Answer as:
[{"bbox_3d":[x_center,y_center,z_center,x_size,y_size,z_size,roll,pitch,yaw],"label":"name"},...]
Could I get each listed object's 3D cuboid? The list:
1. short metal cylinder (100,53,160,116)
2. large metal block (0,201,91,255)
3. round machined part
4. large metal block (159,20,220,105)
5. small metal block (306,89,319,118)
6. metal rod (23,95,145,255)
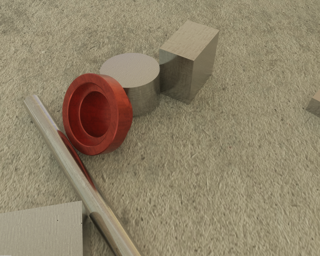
[{"bbox_3d":[-0.040,-0.062,0.435,0.081,0.050,0.080,0,46,1],"label":"short metal cylinder"},{"bbox_3d":[-0.107,0.121,0.284,0.081,0.050,0.080,-8,51,-7],"label":"large metal block"},{"bbox_3d":[-0.072,-0.017,0.382,0.098,0.097,0.042,39,25,28],"label":"round machined part"},{"bbox_3d":[0.041,-0.095,0.448,0.050,0.080,0.080,25,54,19],"label":"large metal block"},{"bbox_3d":[0.244,-0.034,0.435,0.050,0.025,0.050,37,59,26],"label":"small metal block"},{"bbox_3d":[-0.090,0.058,0.352,0.025,0.025,0.300,-28,56,-22],"label":"metal rod"}]
